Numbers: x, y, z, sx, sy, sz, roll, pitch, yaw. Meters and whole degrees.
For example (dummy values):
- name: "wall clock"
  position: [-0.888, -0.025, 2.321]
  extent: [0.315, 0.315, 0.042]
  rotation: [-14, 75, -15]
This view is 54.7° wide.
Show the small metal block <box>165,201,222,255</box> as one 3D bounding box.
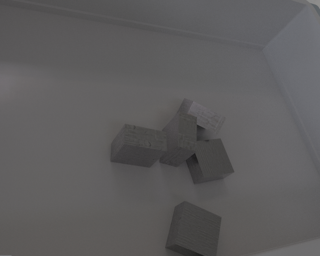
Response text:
- name: "small metal block"
  position: [0.039, 0.119, 0.354]
  extent: [0.050, 0.025, 0.050]
  rotation: [27, 52, -12]

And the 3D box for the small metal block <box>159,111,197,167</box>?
- name: "small metal block"
  position: [0.023, 0.015, 0.393]
  extent: [0.025, 0.050, 0.050]
  rotation: [17, 55, -18]

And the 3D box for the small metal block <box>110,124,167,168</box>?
- name: "small metal block"
  position: [-0.026, 0.022, 0.362]
  extent: [0.050, 0.050, 0.025]
  rotation: [12, 57, -22]

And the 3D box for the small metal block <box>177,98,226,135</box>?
- name: "small metal block"
  position: [0.056, -0.017, 0.427]
  extent: [0.050, 0.050, 0.025]
  rotation: [25, 95, -13]

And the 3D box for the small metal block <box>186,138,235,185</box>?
- name: "small metal block"
  position: [0.064, 0.044, 0.413]
  extent: [0.050, 0.025, 0.050]
  rotation: [-5, 64, -30]
